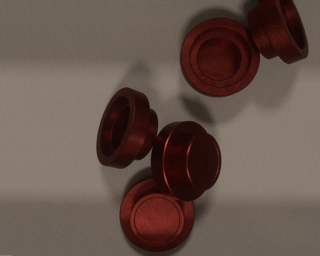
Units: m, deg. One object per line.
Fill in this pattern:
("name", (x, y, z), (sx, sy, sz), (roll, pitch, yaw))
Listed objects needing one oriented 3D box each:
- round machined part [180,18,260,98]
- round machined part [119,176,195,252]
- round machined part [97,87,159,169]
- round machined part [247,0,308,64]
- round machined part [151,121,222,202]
("round machined part", (0.075, -0.088, 0.404), (0.099, 0.042, 0.097), (0, 90, -1))
("round machined part", (-0.004, 0.113, 0.403), (0.099, 0.042, 0.097), (0, 90, -1))
("round machined part", (-0.038, 0.003, 0.381), (0.042, 0.098, 0.097), (18, 90, -30))
("round machined part", (0.145, -0.125, 0.387), (0.042, 0.099, 0.098), (-19, 90, 39))
("round machined part", (0.039, 0.040, 0.376), (0.099, 0.042, 0.097), (3, 86, -46))
